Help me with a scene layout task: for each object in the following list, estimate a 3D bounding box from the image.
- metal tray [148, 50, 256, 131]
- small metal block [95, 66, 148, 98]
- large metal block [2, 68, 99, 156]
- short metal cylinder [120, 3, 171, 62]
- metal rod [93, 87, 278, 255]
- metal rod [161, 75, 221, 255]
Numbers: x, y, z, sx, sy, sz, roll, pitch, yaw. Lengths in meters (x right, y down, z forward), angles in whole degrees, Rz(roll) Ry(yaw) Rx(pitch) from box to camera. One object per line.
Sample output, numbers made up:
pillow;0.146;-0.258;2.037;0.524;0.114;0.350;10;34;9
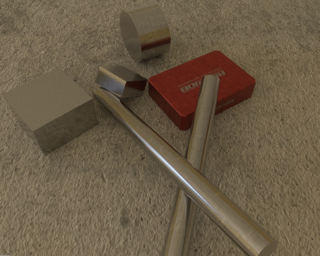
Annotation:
metal tray;0.060;-0.059;0.450;0.131;0.030;0.090;-26;55;-21
small metal block;-0.054;-0.067;0.445;0.050;0.025;0.050;32;26;24
large metal block;-0.141;-0.023;0.405;0.080;0.050;0.080;-34;58;-26
short metal cylinder;-0.025;-0.151;0.495;0.050;0.080;0.080;-22;54;-18
metal rod;-0.001;0.024;0.341;0.025;0.025;0.300;-27;43;-21
metal rod;0.032;0.060;0.331;0.025;0.025;0.300;11;57;8
